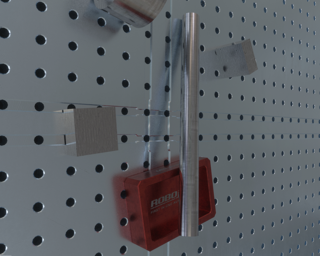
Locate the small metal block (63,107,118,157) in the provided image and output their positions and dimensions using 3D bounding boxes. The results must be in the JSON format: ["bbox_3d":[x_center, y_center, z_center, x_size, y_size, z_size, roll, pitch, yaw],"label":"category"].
[{"bbox_3d":[-0.076,0.003,0.345,0.050,0.025,0.050,-6,94,-40],"label":"small metal block"}]

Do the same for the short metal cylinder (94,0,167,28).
[{"bbox_3d":[-0.031,-0.160,0.347,0.050,0.080,0.080,16,80,-39],"label":"short metal cylinder"}]

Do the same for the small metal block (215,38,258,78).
[{"bbox_3d":[0.122,-0.110,0.494,0.025,0.050,0.050,-33,111,-35],"label":"small metal block"}]

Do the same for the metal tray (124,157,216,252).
[{"bbox_3d":[0.019,0.097,0.421,0.131,0.030,0.089,-12,98,-39],"label":"metal tray"}]

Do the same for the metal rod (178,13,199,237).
[{"bbox_3d":[0.040,-0.014,0.414,0.025,0.025,0.299,12,74,-39],"label":"metal rod"}]
